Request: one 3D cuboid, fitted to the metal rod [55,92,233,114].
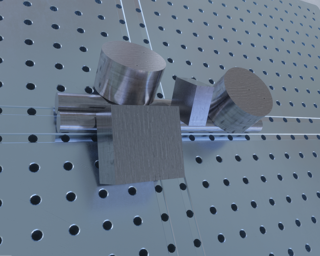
[{"bbox_3d":[0.014,-0.028,0.428,0.303,0.025,0.025,0,62,-28],"label":"metal rod"}]

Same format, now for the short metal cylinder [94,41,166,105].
[{"bbox_3d":[-0.038,-0.069,0.391,0.081,0.050,0.080,15,33,-9],"label":"short metal cylinder"}]

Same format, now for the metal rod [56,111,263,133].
[{"bbox_3d":[0.020,-0.006,0.418,0.303,0.025,0.025,0,62,-28],"label":"metal rod"}]

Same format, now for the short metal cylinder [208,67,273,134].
[{"bbox_3d":[0.110,-0.039,0.439,0.081,0.050,0.080,14,56,-21],"label":"short metal cylinder"}]

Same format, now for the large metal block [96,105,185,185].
[{"bbox_3d":[-0.023,0.019,0.346,0.081,0.050,0.080,-1,82,-29],"label":"large metal block"}]

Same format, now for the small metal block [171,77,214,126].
[{"bbox_3d":[0.039,-0.034,0.393,0.025,0.050,0.050,1,19,-28],"label":"small metal block"}]
